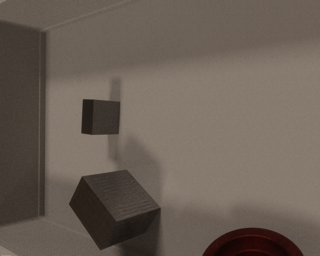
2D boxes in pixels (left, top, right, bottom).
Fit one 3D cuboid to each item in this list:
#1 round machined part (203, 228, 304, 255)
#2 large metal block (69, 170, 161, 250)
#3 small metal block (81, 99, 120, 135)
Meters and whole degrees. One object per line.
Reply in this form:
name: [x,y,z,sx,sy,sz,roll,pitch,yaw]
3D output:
round machined part: [0.089,0.146,0.294,0.098,0.099,0.042,3,122,39]
large metal block: [-0.061,0.106,0.419,0.080,0.081,0.050,42,116,31]
small metal block: [-0.087,-0.016,0.460,0.025,0.050,0.050,6,94,39]
